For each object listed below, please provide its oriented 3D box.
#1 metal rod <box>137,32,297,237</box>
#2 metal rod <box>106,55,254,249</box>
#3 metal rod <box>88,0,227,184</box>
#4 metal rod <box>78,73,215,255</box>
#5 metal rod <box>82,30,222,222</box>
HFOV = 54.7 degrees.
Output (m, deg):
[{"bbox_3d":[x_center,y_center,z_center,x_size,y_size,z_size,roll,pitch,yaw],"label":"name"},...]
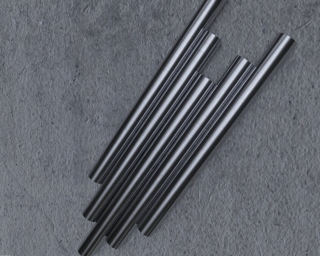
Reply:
[{"bbox_3d":[0.064,0.017,0.387,0.025,0.025,0.299,38,102,15],"label":"metal rod"},{"bbox_3d":[0.019,0.039,0.402,0.025,0.025,0.299,38,102,15],"label":"metal rod"},{"bbox_3d":[-0.008,-0.049,0.412,0.025,0.025,0.299,38,102,15],"label":"metal rod"},{"bbox_3d":[-0.023,0.059,0.418,0.025,0.025,0.299,38,102,15],"label":"metal rod"},{"bbox_3d":[-0.016,0.006,0.415,0.025,0.025,0.299,38,102,15],"label":"metal rod"}]
